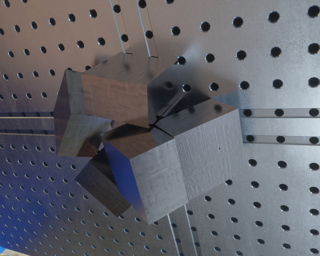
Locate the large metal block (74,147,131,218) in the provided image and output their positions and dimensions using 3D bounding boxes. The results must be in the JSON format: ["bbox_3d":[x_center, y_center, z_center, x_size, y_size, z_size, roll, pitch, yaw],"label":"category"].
[{"bbox_3d":[-0.059,0.065,0.446,0.080,0.080,0.050,42,129,-2],"label":"large metal block"}]

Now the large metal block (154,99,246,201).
[{"bbox_3d":[0.046,0.022,0.354,0.050,0.081,0.080,33,141,58],"label":"large metal block"}]

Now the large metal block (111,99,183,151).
[{"bbox_3d":[-0.011,0.009,0.407,0.080,0.050,0.080,1,119,28],"label":"large metal block"}]

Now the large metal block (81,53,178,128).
[{"bbox_3d":[-0.032,-0.048,0.364,0.080,0.080,0.050,13,124,21],"label":"large metal block"}]

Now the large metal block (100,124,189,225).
[{"bbox_3d":[-0.018,0.044,0.343,0.080,0.050,0.080,28,137,56],"label":"large metal block"}]

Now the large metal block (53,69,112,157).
[{"bbox_3d":[-0.106,-0.018,0.413,0.050,0.080,0.080,5,136,-29],"label":"large metal block"}]
